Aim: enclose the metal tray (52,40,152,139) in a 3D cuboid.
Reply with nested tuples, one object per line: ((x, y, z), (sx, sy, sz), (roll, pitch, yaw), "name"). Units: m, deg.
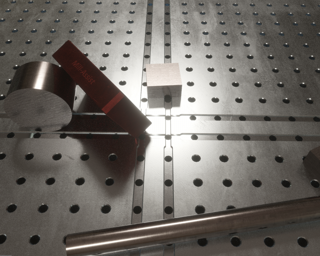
((-0.075, -0.050, 0.403), (0.030, 0.090, 0.130), (-45, 60, -1), "metal tray")

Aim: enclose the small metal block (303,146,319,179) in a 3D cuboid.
((0.214, 0.043, 0.374), (0.050, 0.025, 0.050), (-21, 53, -17), "small metal block")

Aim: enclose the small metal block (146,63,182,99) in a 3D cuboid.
((0.005, -0.072, 0.468), (0.050, 0.025, 0.050), (-3, 50, -3), "small metal block")

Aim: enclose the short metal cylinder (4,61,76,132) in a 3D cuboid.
((-0.153, -0.039, 0.403), (0.081, 0.080, 0.050), (-2, 50, -2), "short metal cylinder")

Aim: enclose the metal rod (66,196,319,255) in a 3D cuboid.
((0.059, 0.100, 0.323), (0.302, 0.025, 0.025), (-7, 51, -6), "metal rod")
